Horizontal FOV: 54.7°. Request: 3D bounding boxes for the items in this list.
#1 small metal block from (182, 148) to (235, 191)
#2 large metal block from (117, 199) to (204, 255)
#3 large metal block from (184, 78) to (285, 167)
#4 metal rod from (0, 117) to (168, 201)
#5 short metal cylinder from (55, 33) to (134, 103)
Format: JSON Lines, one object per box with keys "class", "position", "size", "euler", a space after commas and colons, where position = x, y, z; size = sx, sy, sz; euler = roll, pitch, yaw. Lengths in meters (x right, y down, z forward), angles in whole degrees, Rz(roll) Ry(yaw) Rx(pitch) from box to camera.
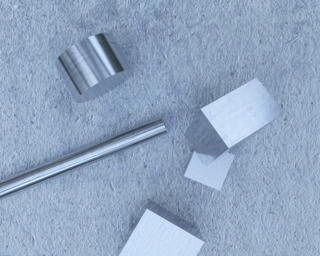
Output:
{"class": "small metal block", "position": [0.064, 0.048, 0.411], "size": [0.050, 0.025, 0.050], "euler": [23, 90, 0]}
{"class": "large metal block", "position": [-0.002, 0.151, 0.398], "size": [0.080, 0.050, 0.080], "euler": [31, 90, 0]}
{"class": "large metal block", "position": [0.083, -0.004, 0.368], "size": [0.080, 0.080, 0.050], "euler": [-29, 77, -18]}
{"class": "metal rod", "position": [-0.134, 0.052, 0.408], "size": [0.301, 0.025, 0.025], "euler": [-22, 90, 0]}
{"class": "short metal cylinder", "position": [-0.080, -0.073, 0.382], "size": [0.080, 0.080, 0.050], "euler": [-30, 90, 0]}
